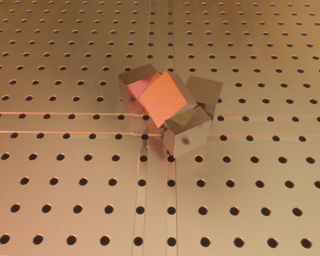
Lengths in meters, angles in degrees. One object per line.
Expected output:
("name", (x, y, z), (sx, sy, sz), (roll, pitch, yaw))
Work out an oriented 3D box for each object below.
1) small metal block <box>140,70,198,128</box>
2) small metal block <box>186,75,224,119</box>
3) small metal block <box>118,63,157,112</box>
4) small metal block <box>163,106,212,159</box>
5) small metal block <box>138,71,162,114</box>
("small metal block", (0.010, -0.034, 0.384), (0.025, 0.050, 0.050), (2, 53, -55))
("small metal block", (0.060, -0.046, 0.447), (0.050, 0.025, 0.050), (15, 52, 12))
("small metal block", (-0.029, -0.057, 0.440), (0.050, 0.050, 0.025), (-24, 54, -19))
("small metal block", (0.033, 0.006, 0.386), (0.050, 0.050, 0.025), (-23, 56, -18))
("small metal block", (0.004, -0.040, 0.423), (0.025, 0.050, 0.050), (10, 34, -49))
